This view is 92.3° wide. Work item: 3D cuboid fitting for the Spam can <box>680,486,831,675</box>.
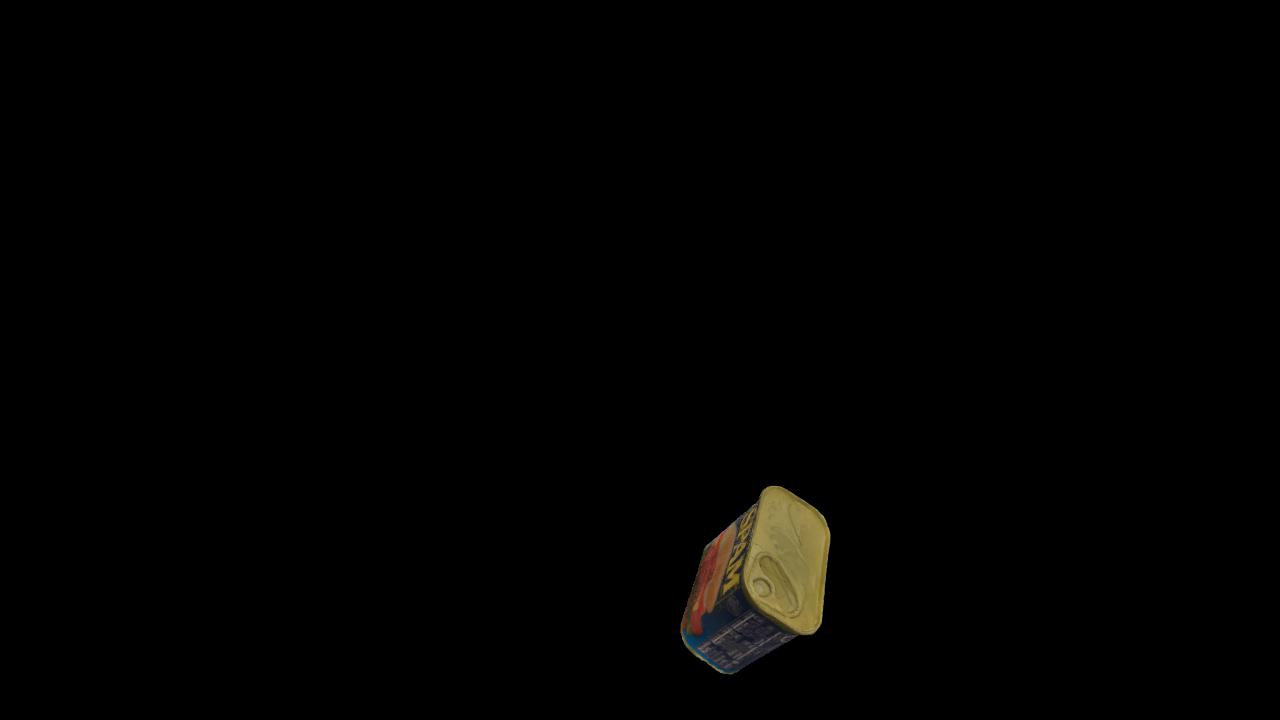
[{"bbox_3d":[0.078,0.151,0.422,0.058,0.085,0.101,34,39,-1],"label":"Spam can"}]
